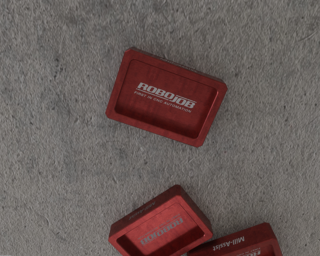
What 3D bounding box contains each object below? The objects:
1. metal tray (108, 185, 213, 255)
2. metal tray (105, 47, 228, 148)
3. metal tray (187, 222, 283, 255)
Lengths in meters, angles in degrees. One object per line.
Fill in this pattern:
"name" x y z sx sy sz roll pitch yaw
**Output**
"metal tray" 0.001 0.154 0.463 0.130 0.030 0.090 -35 107 11
"metal tray" 0.007 -0.038 0.393 0.131 0.030 0.089 19 109 -7
"metal tray" 0.117 0.201 0.471 0.130 0.030 0.090 -22 122 8
